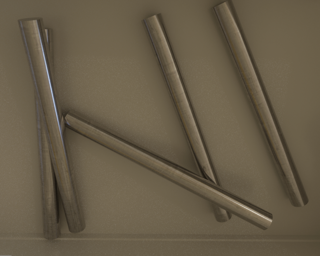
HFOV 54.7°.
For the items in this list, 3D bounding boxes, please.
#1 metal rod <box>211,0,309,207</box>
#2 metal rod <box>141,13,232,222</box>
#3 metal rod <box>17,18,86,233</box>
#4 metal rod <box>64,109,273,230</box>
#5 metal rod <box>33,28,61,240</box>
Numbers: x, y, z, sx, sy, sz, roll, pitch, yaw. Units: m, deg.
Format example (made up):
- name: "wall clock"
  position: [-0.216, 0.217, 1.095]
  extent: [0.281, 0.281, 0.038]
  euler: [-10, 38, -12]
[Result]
- name: "metal rod"
  position: [0.137, -0.019, 0.405]
  extent: [0.025, 0.025, 0.299]
  euler: [-25, 108, 9]
- name: "metal rod"
  position: [0.042, 0.001, 0.411]
  extent: [0.025, 0.025, 0.299]
  euler: [-19, 109, 7]
- name: "metal rod"
  position: [-0.131, 0.017, 0.397]
  extent: [0.025, 0.025, 0.298]
  euler: [-3, 117, 1]
- name: "metal rod"
  position: [0.012, 0.056, 0.412]
  extent: [0.301, 0.025, 0.025]
  euler: [28, 108, -3]
- name: "metal rod"
  position: [-0.152, 0.021, 0.417]
  extent: [0.025, 0.025, 0.298]
  euler: [4, 110, -2]
